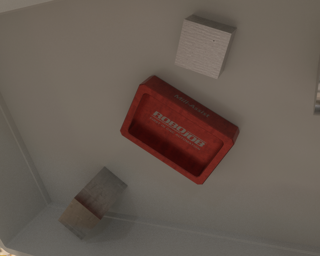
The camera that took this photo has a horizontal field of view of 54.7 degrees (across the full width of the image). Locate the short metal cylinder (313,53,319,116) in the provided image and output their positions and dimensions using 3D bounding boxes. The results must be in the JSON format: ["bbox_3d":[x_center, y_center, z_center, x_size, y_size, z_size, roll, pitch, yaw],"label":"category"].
[{"bbox_3d":[0.161,-0.048,0.259,0.050,0.080,0.079,7,122,24],"label":"short metal cylinder"}]

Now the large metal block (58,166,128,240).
[{"bbox_3d":[-0.109,0.122,0.503,0.050,0.080,0.080,40,129,0],"label":"large metal block"}]

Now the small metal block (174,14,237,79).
[{"bbox_3d":[0.048,-0.086,0.329,0.050,0.025,0.050,22,127,14],"label":"small metal block"}]

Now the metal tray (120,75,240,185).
[{"bbox_3d":[0.021,0.004,0.395,0.130,0.030,0.089,33,129,6],"label":"metal tray"}]
